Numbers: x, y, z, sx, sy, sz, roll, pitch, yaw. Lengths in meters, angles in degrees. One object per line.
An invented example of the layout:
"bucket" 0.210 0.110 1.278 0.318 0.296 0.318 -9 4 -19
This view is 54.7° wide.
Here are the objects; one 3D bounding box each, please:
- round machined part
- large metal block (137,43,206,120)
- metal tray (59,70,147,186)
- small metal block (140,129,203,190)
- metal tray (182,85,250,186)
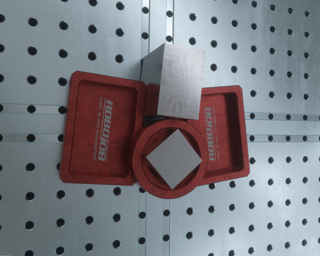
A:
"round machined part" 0.008 0.037 0.392 0.099 0.042 0.097 0 90 -20
"large metal block" 0.011 -0.052 0.383 0.050 0.080 0.080 7 88 -20
"metal tray" -0.070 0.002 0.380 0.091 0.030 0.129 7 88 -20
"small metal block" 0.013 0.036 0.369 0.050 0.025 0.050 -41 103 -15
"metal tray" 0.074 0.009 0.433 0.091 0.030 0.129 -7 93 -20
